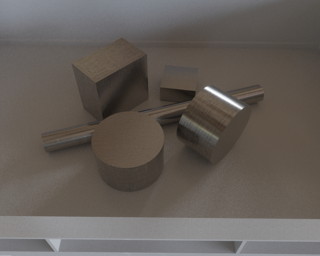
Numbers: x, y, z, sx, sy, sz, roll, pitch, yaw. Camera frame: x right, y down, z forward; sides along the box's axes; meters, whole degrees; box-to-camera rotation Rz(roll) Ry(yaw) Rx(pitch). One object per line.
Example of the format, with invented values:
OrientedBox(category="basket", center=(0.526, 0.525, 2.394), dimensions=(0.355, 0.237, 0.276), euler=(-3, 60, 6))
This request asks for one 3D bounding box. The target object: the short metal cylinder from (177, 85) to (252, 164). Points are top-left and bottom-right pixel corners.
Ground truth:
OrientedBox(category="short metal cylinder", center=(0.065, -0.004, 0.372), dimensions=(0.050, 0.080, 0.080), euler=(35, 58, 25))

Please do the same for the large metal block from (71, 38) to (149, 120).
OrientedBox(category="large metal block", center=(-0.063, -0.062, 0.420), dimensions=(0.080, 0.080, 0.050), euler=(-36, 59, -26))

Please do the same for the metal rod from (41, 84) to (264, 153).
OrientedBox(category="metal rod", center=(0.000, -0.016, 0.417), dimensions=(0.302, 0.025, 0.025), euler=(-14, 52, -12))

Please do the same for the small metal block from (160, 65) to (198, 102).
OrientedBox(category="small metal block", center=(0.029, -0.065, 0.458), dimensions=(0.050, 0.025, 0.050), euler=(7, 50, 5))

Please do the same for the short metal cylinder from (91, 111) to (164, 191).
OrientedBox(category="short metal cylinder", center=(-0.036, 0.026, 0.364), dimensions=(0.081, 0.050, 0.080), euler=(0, 50, 0))
